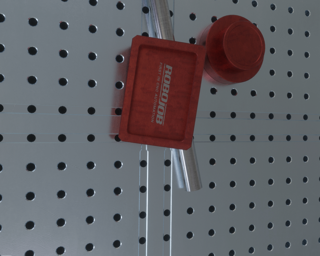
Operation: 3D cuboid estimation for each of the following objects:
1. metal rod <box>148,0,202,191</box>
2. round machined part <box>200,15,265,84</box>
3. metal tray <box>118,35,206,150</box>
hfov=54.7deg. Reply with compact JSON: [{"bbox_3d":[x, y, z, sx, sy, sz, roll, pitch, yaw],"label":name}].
[{"bbox_3d":[0.018,-0.062,0.419,0.025,0.025,0.298,-12,94,-20],"label":"metal rod"},{"bbox_3d":[0.110,-0.114,0.444,0.099,0.042,0.097,0,90,-20],"label":"round machined part"},{"bbox_3d":[0.002,-0.043,0.390,0.091,0.030,0.129,8,93,-4],"label":"metal tray"}]
